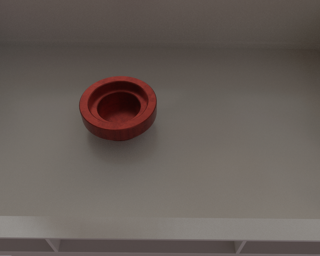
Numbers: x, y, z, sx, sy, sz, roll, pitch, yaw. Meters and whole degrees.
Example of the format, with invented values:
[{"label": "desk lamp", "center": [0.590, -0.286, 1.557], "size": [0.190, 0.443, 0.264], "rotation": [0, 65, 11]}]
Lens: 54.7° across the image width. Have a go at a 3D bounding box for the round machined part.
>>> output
[{"label": "round machined part", "center": [-0.053, -0.021, 0.411], "size": [0.099, 0.042, 0.098], "rotation": [0, 50, 0]}]
